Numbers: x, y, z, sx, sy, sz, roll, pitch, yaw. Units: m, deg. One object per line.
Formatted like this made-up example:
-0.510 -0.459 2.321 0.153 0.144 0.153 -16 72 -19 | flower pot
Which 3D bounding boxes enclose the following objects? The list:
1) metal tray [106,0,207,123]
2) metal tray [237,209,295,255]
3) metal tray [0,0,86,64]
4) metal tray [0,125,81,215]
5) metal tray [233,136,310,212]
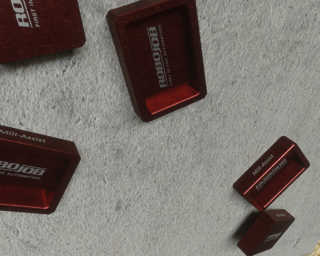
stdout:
0.002 -0.079 0.355 0.091 0.030 0.129 -24 127 -14 | metal tray
0.220 0.212 0.635 0.131 0.030 0.090 15 111 -50 | metal tray
-0.122 -0.126 0.259 0.091 0.030 0.129 -18 126 -18 | metal tray
-0.167 0.046 0.340 0.131 0.030 0.090 18 109 -35 | metal tray
0.207 0.087 0.569 0.130 0.030 0.090 -46 129 4 | metal tray
